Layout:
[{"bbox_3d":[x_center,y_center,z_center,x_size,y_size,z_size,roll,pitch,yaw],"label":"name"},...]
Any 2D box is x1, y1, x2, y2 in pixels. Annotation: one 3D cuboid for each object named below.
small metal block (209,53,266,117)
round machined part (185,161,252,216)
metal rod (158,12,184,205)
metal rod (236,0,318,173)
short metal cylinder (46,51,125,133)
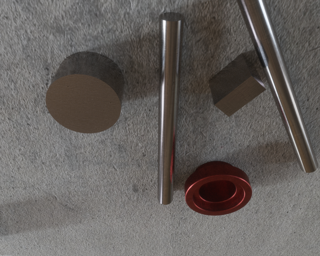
[{"bbox_3d":[0.085,-0.049,0.351,0.025,0.050,0.050,35,122,-26],"label":"small metal block"},{"bbox_3d":[0.086,0.088,0.473,0.099,0.042,0.097,-1,130,0],"label":"round machined part"},{"bbox_3d":[0.010,0.001,0.408,0.025,0.025,0.298,0,130,-1],"label":"metal rod"},{"bbox_3d":[0.148,-0.043,0.372,0.025,0.025,0.300,-23,127,18],"label":"metal rod"},{"bbox_3d":[-0.083,-0.040,0.356,0.081,0.050,0.079,0,130,0],"label":"short metal cylinder"}]
